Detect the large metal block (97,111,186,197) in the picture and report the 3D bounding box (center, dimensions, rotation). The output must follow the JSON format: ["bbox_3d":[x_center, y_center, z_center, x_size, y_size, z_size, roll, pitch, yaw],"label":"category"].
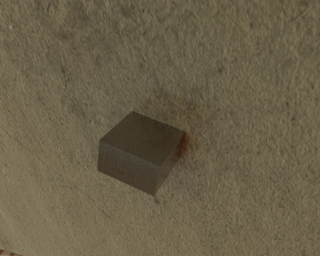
[{"bbox_3d":[-0.023,0.030,0.400,0.080,0.080,0.050,22,126,15],"label":"large metal block"}]
